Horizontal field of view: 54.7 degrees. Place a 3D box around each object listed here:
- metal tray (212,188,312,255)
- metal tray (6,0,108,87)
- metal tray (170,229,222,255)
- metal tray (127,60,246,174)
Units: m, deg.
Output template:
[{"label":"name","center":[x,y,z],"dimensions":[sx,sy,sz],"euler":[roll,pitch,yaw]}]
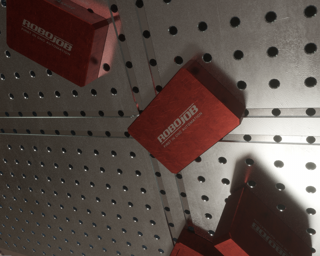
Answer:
[{"label":"metal tray","center":[0.133,0.150,0.391],"dimensions":[0.130,0.090,0.030],"euler":[44,129,-3]},{"label":"metal tray","center":[-0.137,-0.122,0.403],"dimensions":[0.130,0.030,0.089],"euler":[29,128,9]},{"label":"metal tray","center":[0.057,0.238,0.523],"dimensions":[0.090,0.030,0.129],"euler":[26,127,11]},{"label":"metal tray","center":[0.028,-0.008,0.387],"dimensions":[0.090,0.030,0.129],"euler":[43,129,-2]}]
